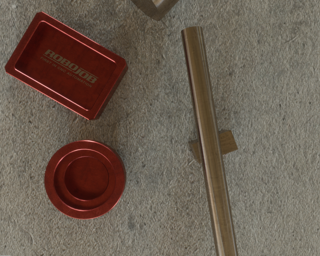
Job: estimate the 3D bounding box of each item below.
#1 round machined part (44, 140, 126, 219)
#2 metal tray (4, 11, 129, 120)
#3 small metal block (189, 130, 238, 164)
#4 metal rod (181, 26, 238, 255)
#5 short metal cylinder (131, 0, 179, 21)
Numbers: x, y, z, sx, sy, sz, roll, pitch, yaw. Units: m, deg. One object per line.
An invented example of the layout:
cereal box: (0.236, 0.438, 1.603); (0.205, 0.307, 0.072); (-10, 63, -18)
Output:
round machined part: (-0.093, 0.064, 0.400); (0.099, 0.042, 0.097); (0, 90, -1)
metal tray: (-0.119, -0.079, 0.405); (0.130, 0.030, 0.090); (30, 90, -1)
small metal block: (0.067, 0.023, 0.398); (0.050, 0.050, 0.025); (-20, 90, 0)
metal rod: (0.060, 0.033, 0.360); (0.025, 0.025, 0.298); (-9, 90, 0)
short metal cylinder: (-0.011, -0.181, 0.382); (0.080, 0.080, 0.050); (43, 90, -1)
